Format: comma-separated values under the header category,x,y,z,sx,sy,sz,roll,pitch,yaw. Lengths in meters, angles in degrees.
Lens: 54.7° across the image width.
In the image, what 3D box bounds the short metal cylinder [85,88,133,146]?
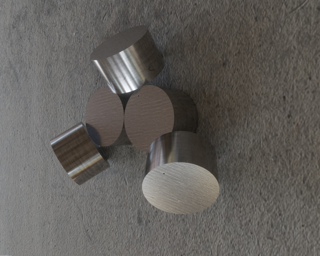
category,x,y,z,sx,sy,sz,roll,pitch,yaw
short metal cylinder,-0.061,-0.015,0.440,0.080,0.050,0.080,0,90,40

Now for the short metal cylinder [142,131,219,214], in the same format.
category,x,y,z,sx,sy,sz,roll,pitch,yaw
short metal cylinder,0.023,0.050,0.343,0.080,0.080,0.050,-44,22,31

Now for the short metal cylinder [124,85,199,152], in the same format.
category,x,y,z,sx,sy,sz,roll,pitch,yaw
short metal cylinder,0.001,-0.011,0.389,0.080,0.050,0.080,0,90,40

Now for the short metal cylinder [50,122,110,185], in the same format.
category,x,y,z,sx,sy,sz,roll,pitch,yaw
short metal cylinder,-0.117,0.037,0.459,0.050,0.080,0.080,-32,64,-8

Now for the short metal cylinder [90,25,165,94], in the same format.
category,x,y,z,sx,sy,sz,roll,pitch,yaw
short metal cylinder,-0.041,-0.088,0.397,0.080,0.080,0.050,2,134,40
